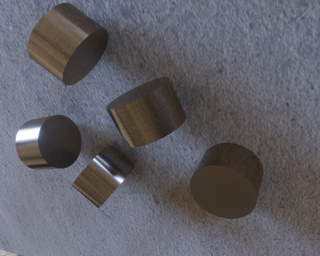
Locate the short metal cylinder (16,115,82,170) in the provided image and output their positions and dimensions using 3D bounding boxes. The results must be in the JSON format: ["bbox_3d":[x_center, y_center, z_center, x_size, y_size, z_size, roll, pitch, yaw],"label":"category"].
[{"bbox_3d":[-0.167,0.023,0.471,0.050,0.080,0.080,-7,115,31],"label":"short metal cylinder"}]

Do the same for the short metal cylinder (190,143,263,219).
[{"bbox_3d":[0.084,0.065,0.386,0.080,0.050,0.079,13,124,20],"label":"short metal cylinder"}]

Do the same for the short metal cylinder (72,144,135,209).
[{"bbox_3d":[-0.082,0.071,0.457,0.050,0.080,0.080,41,129,0],"label":"short metal cylinder"}]

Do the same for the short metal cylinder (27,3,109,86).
[{"bbox_3d":[-0.106,-0.097,0.365,0.050,0.080,0.080,38,129,3],"label":"short metal cylinder"}]

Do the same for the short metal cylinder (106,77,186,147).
[{"bbox_3d":[-0.016,-0.020,0.366,0.080,0.080,0.050,-14,111,33],"label":"short metal cylinder"}]
